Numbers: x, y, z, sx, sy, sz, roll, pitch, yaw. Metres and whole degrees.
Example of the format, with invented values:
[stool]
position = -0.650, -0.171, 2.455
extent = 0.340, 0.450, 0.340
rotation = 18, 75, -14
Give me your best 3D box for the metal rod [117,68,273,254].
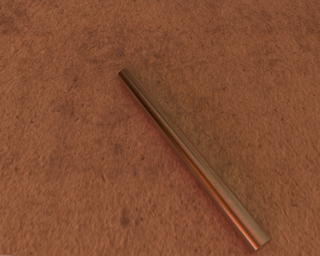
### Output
[metal rod]
position = 0.024, 0.018, 0.387
extent = 0.025, 0.025, 0.300
rotation = -25, 55, -20
